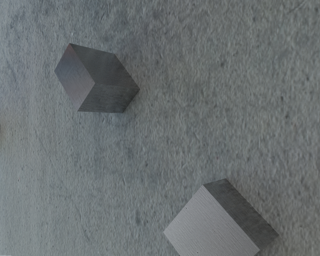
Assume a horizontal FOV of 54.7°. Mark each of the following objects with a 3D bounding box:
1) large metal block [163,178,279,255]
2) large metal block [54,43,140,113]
[{"bbox_3d":[0.063,0.114,0.335,0.080,0.050,0.080,48,118,29],"label":"large metal block"},{"bbox_3d":[-0.089,-0.068,0.440,0.050,0.081,0.080,-50,61,28],"label":"large metal block"}]
